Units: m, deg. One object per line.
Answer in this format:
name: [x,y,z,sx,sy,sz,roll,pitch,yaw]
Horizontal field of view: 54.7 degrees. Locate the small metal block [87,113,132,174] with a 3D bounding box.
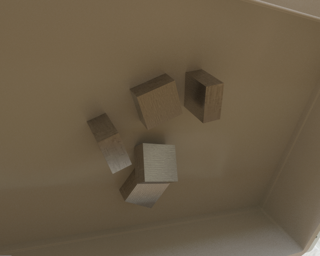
small metal block: [-0.061,0.018,0.370,0.025,0.050,0.050,-26,128,-12]

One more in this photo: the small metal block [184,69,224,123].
small metal block: [0.055,-0.042,0.396,0.025,0.050,0.050,-14,124,-21]

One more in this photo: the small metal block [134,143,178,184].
small metal block: [-0.006,0.049,0.418,0.050,0.025,0.050,6,72,-31]

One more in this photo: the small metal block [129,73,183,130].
small metal block: [-0.004,-0.033,0.386,0.050,0.025,0.050,-26,128,-12]

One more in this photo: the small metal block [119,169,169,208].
small metal block: [-0.022,0.085,0.449,0.050,0.025,0.050,27,104,-37]
